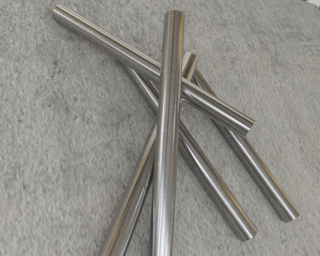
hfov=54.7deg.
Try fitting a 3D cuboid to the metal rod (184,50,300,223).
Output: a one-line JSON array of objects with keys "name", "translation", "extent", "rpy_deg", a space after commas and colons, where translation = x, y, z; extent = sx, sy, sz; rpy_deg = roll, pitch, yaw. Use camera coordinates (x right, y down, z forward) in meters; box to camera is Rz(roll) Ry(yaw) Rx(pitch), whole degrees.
[{"name": "metal rod", "translation": [0.104, 0.002, 0.460], "extent": [0.025, 0.025, 0.299], "rpy_deg": [-23, 75, -37]}]

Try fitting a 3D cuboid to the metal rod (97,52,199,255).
[{"name": "metal rod", "translation": [-0.006, 0.021, 0.366], "extent": [0.025, 0.025, 0.300], "rpy_deg": [28, 59, -11]}]

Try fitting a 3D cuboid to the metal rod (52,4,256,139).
[{"name": "metal rod", "translation": [-0.018, -0.079, 0.393], "extent": [0.300, 0.025, 0.025], "rpy_deg": [34, 49, 13]}]

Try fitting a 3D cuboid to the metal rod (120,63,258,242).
[{"name": "metal rod", "translation": [0.029, 0.012, 0.413], "extent": [0.025, 0.025, 0.299], "rpy_deg": [-25, 76, -37]}]

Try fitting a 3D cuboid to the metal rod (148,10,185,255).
[{"name": "metal rod", "translation": [0.008, 0.010, 0.343], "extent": [0.025, 0.025, 0.299], "rpy_deg": [9, 77, -24]}]
